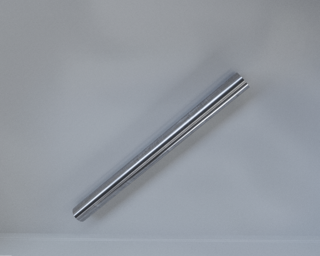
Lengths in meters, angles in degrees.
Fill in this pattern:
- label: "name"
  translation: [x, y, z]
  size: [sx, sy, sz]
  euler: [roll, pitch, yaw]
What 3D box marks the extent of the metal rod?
- label: "metal rod"
  translation: [-0.007, 0.033, 0.423]
  size: [0.300, 0.025, 0.025]
  euler: [-40, 105, 13]
